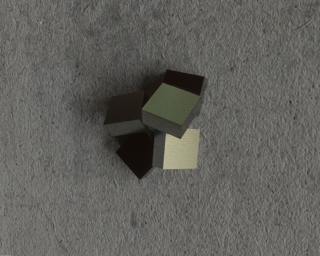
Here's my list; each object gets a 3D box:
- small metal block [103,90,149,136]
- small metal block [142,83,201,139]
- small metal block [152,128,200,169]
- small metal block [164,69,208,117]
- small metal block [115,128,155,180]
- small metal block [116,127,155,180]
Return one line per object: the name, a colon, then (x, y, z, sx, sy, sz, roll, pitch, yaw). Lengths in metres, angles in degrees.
small metal block: (-0.042, -0.019, 0.411, 0.050, 0.025, 0.050, -8, 50, 19)
small metal block: (0.014, -0.021, 0.364, 0.050, 0.025, 0.050, 23, 54, 18)
small metal block: (0.020, 0.024, 0.387, 0.025, 0.050, 0.050, 6, 92, 58)
small metal block: (0.030, -0.045, 0.399, 0.050, 0.025, 0.050, 15, 95, 19)
small metal block: (-0.022, 0.033, 0.417, 0.050, 0.025, 0.050, -46, 76, 14)
small metal block: (-0.022, 0.033, 0.417, 0.050, 0.025, 0.050, -46, 76, 14)
